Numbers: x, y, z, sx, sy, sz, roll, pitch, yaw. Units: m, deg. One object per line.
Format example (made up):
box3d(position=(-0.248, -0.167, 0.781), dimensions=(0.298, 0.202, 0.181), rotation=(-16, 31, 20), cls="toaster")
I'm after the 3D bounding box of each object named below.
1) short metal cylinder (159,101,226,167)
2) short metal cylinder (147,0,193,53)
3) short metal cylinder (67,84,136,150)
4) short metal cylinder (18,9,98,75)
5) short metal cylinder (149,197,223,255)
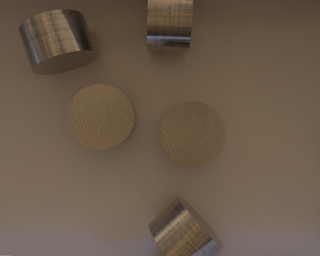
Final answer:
box3d(position=(0.039, 0.007, 0.399), dimensions=(0.081, 0.050, 0.079), rotation=(0, 90, -1), cls="short metal cylinder")
box3d(position=(0.011, -0.135, 0.384), dimensions=(0.050, 0.080, 0.079), rotation=(2, 90, 0), cls="short metal cylinder")
box3d(position=(-0.072, -0.013, 0.398), dimensions=(0.081, 0.050, 0.079), rotation=(0, 90, -1), cls="short metal cylinder")
box3d(position=(-0.124, -0.103, 0.382), dimensions=(0.080, 0.080, 0.050), rotation=(-19, 90, 0), cls="short metal cylinder")
box3d(position=(0.032, 0.132, 0.385), dimensions=(0.050, 0.080, 0.080), rotation=(-44, 91, 0), cls="short metal cylinder")
